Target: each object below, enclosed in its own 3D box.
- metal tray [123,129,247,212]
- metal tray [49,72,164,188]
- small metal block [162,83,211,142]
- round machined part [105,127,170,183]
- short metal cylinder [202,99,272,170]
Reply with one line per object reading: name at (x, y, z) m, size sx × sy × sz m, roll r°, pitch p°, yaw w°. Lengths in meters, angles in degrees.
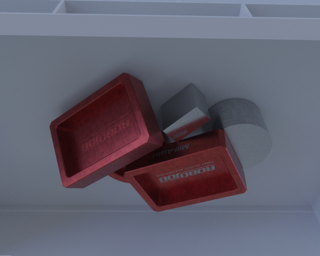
metal tray at (0.032, 0.058, 0.391) m, size 0.130 × 0.030 × 0.090 m, roll -18°, pitch 128°, yaw 20°
metal tray at (-0.068, 0.006, 0.366) m, size 0.130 × 0.090 × 0.030 m, roll -30°, pitch 156°, yaw 22°
small metal block at (0.030, -0.019, 0.374) m, size 0.050 × 0.050 × 0.025 m, roll -36°, pitch 122°, yaw 24°
round machined part at (-0.033, 0.029, 0.421) m, size 0.099 × 0.042 × 0.097 m, roll -1°, pitch 130°, yaw 0°
short metal cylinder at (0.097, 0.009, 0.399) m, size 0.081 × 0.050 × 0.079 m, roll 0°, pitch 130°, yaw 0°
